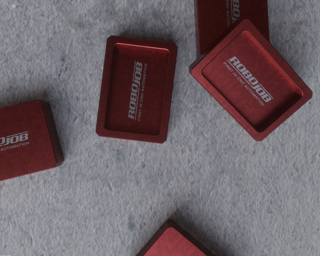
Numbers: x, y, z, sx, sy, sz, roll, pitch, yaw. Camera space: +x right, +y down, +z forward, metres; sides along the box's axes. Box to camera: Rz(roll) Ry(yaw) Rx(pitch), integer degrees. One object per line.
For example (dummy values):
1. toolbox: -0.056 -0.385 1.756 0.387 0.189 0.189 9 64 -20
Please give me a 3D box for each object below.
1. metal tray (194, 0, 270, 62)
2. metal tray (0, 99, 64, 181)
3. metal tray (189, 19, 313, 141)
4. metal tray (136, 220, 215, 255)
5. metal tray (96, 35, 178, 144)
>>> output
1. metal tray: 0.093 -0.150 0.409 0.091 0.030 0.129 -3 90 -1
2. metal tray: -0.203 0.021 0.405 0.131 0.030 0.089 -14 90 -1
3. metal tray: 0.112 -0.058 0.386 0.130 0.030 0.090 43 101 -13
4. metal tray: 0.033 0.198 0.408 0.130 0.030 0.090 40 90 -1
5. metal tray: -0.030 -0.049 0.407 0.091 0.030 0.129 7 90 -1
